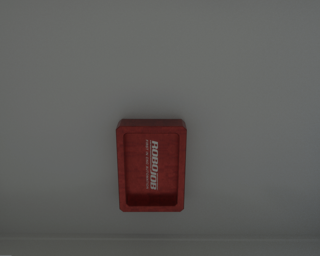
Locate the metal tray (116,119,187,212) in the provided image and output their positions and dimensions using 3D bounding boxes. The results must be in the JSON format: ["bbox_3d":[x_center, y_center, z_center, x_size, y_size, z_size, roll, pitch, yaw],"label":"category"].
[{"bbox_3d":[-0.011,0.053,0.428,0.091,0.030,0.129,0,110,-1],"label":"metal tray"}]
